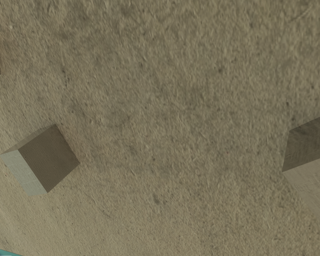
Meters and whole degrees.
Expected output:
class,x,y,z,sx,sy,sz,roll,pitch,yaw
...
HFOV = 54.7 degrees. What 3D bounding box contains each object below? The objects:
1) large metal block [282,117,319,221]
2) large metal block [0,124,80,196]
class,x,y,z,sx,sy,sz,roll,pitch,yaw
large metal block,0.171,0.042,0.307,0.050,0.080,0.080,-33,100,38
large metal block,-0.191,0.051,0.501,0.050,0.080,0.080,-15,111,34
